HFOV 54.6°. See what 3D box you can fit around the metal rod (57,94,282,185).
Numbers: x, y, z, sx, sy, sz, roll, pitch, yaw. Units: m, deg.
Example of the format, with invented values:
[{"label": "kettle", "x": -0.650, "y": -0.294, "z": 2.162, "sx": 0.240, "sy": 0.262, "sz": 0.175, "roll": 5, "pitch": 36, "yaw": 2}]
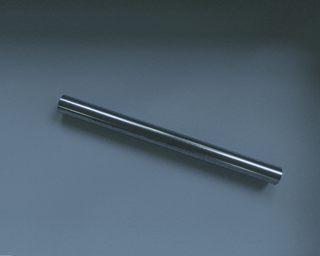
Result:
[{"label": "metal rod", "x": 0.013, "y": 0.016, "z": 0.410, "sx": 0.301, "sy": 0.025, "sz": 0.025, "roll": 19, "pitch": 90, "yaw": 0}]
